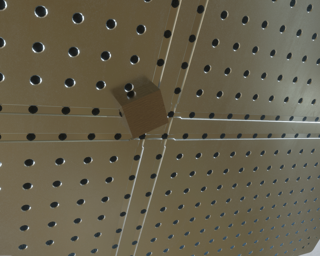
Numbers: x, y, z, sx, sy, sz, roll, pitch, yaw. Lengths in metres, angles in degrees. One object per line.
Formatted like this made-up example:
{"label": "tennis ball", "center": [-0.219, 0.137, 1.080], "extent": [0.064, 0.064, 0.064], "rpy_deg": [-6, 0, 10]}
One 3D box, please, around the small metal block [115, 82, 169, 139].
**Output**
{"label": "small metal block", "center": [-0.022, -0.022, 0.385], "extent": [0.050, 0.025, 0.050], "rpy_deg": [-25, 128, -13]}
